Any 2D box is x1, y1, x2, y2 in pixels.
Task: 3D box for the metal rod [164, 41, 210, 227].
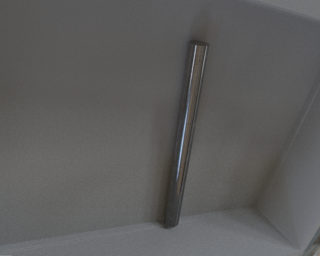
[{"bbox_3d":[0.033,0.027,0.445,0.025,0.025,0.298,-8,122,-25],"label":"metal rod"}]
